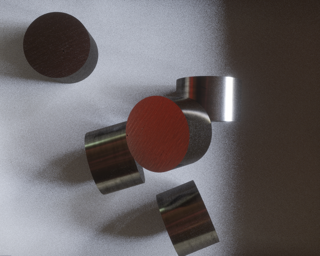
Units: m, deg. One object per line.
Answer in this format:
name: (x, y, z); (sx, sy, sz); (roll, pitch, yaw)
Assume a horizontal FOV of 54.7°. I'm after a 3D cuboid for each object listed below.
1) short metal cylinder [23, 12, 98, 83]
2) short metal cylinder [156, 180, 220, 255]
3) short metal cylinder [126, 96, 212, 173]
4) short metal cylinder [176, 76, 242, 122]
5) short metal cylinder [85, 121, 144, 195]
short metal cylinder: (-0.124, -0.100, 0.397); (0.081, 0.050, 0.079); (0, 90, -1)
short metal cylinder: (0.034, 0.111, 0.385); (0.050, 0.080, 0.080); (-22, 90, 0)
short metal cylinder: (0.010, 0.005, 0.340); (0.080, 0.050, 0.079); (3, 95, 34)
short metal cylinder: (0.060, -0.033, 0.385); (0.081, 0.080, 0.050); (2, 90, -1)
short metal cylinder: (-0.054, 0.037, 0.383); (0.050, 0.080, 0.080); (-17, 90, 0)
